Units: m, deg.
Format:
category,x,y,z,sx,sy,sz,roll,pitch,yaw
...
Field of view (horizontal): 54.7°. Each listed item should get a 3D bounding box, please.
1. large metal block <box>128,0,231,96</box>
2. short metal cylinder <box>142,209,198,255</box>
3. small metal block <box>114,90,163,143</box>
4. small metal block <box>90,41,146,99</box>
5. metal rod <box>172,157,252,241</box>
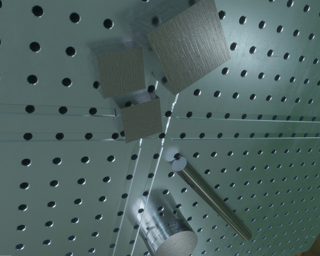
category,x,y,z,sx,sy,sz,roll,pitch,yaw
large metal block,0.024,-0.098,0.349,0.080,0.050,0.080,-34,129,-6
short metal cylinder,0.016,0.185,0.520,0.081,0.050,0.079,-14,125,-21
small metal block,-0.026,-0.014,0.389,0.050,0.025,0.050,-18,126,-19
small metal block,-0.046,-0.066,0.347,0.050,0.025,0.050,-17,125,-19
metal rod,0.106,0.140,0.557,0.025,0.025,0.300,-42,130,0
